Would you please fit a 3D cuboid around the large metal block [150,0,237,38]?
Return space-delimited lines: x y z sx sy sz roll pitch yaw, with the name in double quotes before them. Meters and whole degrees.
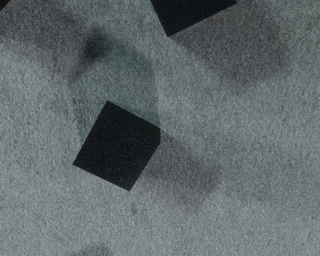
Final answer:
"large metal block" 0.027 -0.156 0.339 0.080 0.050 0.080 -24 109 8

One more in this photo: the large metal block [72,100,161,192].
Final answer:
"large metal block" -0.054 0.023 0.404 0.080 0.050 0.080 28 107 -10

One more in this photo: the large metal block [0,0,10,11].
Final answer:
"large metal block" -0.212 -0.163 0.333 0.080 0.050 0.080 -40 106 13
